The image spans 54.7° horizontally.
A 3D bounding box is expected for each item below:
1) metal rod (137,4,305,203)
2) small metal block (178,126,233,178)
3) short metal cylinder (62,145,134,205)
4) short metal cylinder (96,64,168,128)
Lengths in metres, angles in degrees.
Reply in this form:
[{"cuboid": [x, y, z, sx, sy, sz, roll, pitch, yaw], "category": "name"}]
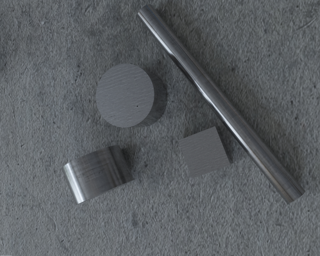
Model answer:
[{"cuboid": [0.068, -0.039, 0.385, 0.025, 0.025, 0.299, -40, 78, 15], "category": "metal rod"}, {"cuboid": [0.057, 0.030, 0.389, 0.050, 0.025, 0.050, -22, 83, 18], "category": "small metal block"}, {"cuboid": [-0.081, 0.062, 0.408, 0.080, 0.080, 0.050, -27, 81, 18], "category": "short metal cylinder"}, {"cuboid": [-0.036, -0.040, 0.408, 0.080, 0.050, 0.080, 0, 90, 20], "category": "short metal cylinder"}]
